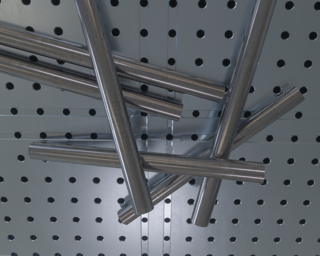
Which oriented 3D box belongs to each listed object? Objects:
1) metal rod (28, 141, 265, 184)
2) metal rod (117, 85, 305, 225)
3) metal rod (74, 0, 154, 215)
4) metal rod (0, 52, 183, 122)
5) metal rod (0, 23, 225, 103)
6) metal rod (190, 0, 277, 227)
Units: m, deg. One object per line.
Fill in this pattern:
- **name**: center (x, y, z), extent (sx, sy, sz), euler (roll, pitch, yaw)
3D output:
- **metal rod**: center (-0.025, 0.042, 0.395), extent (0.301, 0.025, 0.025), euler (4, 111, 11)
- **metal rod**: center (0.061, 0.044, 0.429), extent (0.300, 0.025, 0.025), euler (-38, 106, 12)
- **metal rod**: center (-0.057, -0.044, 0.360), extent (0.025, 0.025, 0.299), euler (-14, 96, 5)
- **metal rod**: center (-0.118, -0.059, 0.390), extent (0.302, 0.025, 0.025), euler (15, 109, -6)
- **metal rod**: center (-0.066, -0.081, 0.383), extent (0.302, 0.025, 0.025), euler (14, 110, -6)
- **metal rod**: center (0.089, -0.014, 0.388), extent (0.025, 0.025, 0.298), euler (13, 102, -5)
